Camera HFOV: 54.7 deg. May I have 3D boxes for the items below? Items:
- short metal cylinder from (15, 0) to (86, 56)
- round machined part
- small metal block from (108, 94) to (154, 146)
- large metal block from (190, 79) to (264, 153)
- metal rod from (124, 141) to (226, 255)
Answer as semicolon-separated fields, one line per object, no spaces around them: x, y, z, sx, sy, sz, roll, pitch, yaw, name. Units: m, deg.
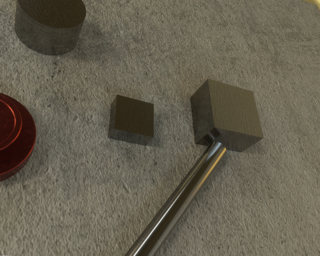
-0.141;-0.141;0.398;0.081;0.050;0.080;14;56;-21;short metal cylinder
-0.172;0.003;0.299;0.099;0.042;0.098;14;56;-21;round machined part
-0.036;-0.009;0.392;0.050;0.025;0.050;13;56;-21;small metal block
0.095;-0.016;0.451;0.081;0.050;0.080;12;57;-22;large metal block
-0.002;0.111;0.336;0.025;0.025;0.302;44;51;1;metal rod
